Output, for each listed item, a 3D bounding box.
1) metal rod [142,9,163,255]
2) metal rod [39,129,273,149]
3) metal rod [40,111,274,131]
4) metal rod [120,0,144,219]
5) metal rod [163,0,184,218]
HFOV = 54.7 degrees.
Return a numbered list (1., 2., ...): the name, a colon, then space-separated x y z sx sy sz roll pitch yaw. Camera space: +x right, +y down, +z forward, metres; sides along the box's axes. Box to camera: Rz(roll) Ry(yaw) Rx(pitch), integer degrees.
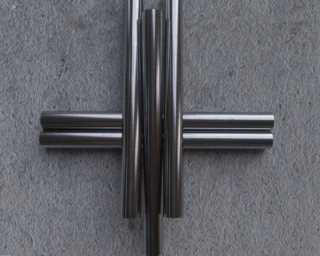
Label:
1. metal rod: -0.009 0.005 0.385 0.025 0.025 0.298 0 90 -1
2. metal rod: -0.004 0.015 0.412 0.302 0.025 0.025 0 90 -1
3. metal rod: -0.003 -0.010 0.412 0.302 0.025 0.025 0 90 -1
4. metal rod: -0.034 -0.042 0.390 0.025 0.025 0.298 0 82 -1
5. metal rod: 0.017 -0.042 0.390 0.025 0.025 0.298 0 82 -1
